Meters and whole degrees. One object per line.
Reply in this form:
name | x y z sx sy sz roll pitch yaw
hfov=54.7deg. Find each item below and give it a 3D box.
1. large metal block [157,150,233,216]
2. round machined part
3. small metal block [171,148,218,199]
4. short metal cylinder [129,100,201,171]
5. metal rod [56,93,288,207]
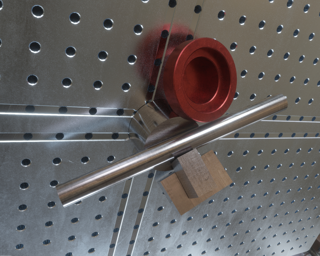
large metal block | 0.045 0.077 0.439 0.080 0.050 0.080 -31 173 -9
round machined part | 0.044 -0.057 0.375 0.099 0.042 0.097 -5 99 -34
small metal block | 0.040 0.056 0.374 0.025 0.050 0.050 -26 170 -12
short metal cylinder | 0.006 0.009 0.405 0.081 0.050 0.079 -14 125 -21
metal rod | 0.027 0.019 0.374 0.302 0.025 0.025 -22 127 -16
